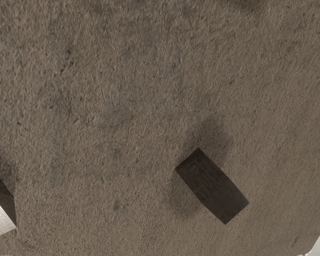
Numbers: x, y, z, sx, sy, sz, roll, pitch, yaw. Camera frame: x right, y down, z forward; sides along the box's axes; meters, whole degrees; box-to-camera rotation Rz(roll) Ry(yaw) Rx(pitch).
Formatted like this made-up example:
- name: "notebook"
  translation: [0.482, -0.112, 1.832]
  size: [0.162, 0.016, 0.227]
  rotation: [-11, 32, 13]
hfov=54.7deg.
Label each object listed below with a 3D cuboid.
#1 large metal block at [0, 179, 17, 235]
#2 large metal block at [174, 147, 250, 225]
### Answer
- name: "large metal block"
  translation: [-0.211, 0.082, 0.326]
  size: [0.081, 0.050, 0.080]
  rotation: [-24, 127, -14]
- name: "large metal block"
  translation: [0.079, 0.088, 0.471]
  size: [0.050, 0.080, 0.080]
  rotation: [-42, 130, 1]
